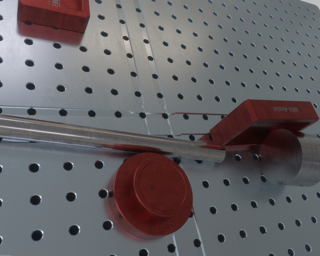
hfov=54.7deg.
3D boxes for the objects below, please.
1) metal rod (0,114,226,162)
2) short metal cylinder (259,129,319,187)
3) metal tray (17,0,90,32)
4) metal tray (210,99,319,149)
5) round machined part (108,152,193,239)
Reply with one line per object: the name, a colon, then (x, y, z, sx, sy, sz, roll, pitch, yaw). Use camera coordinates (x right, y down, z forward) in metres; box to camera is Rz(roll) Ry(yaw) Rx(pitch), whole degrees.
metal rod: (-0.053, 0.015, 0.370, 0.302, 0.025, 0.025, 9, 58, -24)
short metal cylinder: (0.192, 0.044, 0.450, 0.050, 0.080, 0.080, 8, 58, -24)
metal tray: (-0.153, -0.203, 0.446, 0.091, 0.030, 0.130, 4, 60, -26)
metal tray: (0.150, -0.004, 0.449, 0.131, 0.090, 0.030, -1, 63, -29)
round machined part: (-0.005, 0.071, 0.351, 0.099, 0.042, 0.098, 14, 56, -21)
